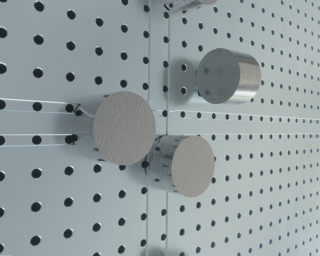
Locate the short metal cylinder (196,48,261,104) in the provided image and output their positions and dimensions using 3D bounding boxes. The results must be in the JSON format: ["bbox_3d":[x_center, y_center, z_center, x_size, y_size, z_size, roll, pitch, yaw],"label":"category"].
[{"bbox_3d":[0.101,-0.075,0.460,0.050,0.080,0.079,-2,92,-40],"label":"short metal cylinder"}]

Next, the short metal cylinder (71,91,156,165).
[{"bbox_3d":[-0.052,0.000,0.351,0.081,0.050,0.079,0,90,-40],"label":"short metal cylinder"}]

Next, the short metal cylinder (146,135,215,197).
[{"bbox_3d":[0.029,0.049,0.419,0.081,0.050,0.079,0,90,-40],"label":"short metal cylinder"}]

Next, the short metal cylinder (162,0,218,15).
[{"bbox_3d":[0.042,-0.205,0.430,0.081,0.050,0.079,0,90,-40],"label":"short metal cylinder"}]
